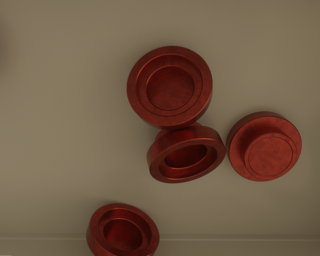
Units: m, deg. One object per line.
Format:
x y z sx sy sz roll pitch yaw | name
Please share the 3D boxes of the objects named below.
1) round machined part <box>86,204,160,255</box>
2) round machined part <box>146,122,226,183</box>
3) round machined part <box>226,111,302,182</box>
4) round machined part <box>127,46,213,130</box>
-0.054 0.154 0.429 0.099 0.098 0.042 19 115 -7 | round machined part
0.031 0.028 0.398 0.099 0.042 0.097 -11 142 -8 | round machined part
0.141 0.030 0.416 0.099 0.042 0.097 0 110 -1 | round machined part
0.013 -0.044 0.370 0.098 0.042 0.098 -2 75 9 | round machined part
